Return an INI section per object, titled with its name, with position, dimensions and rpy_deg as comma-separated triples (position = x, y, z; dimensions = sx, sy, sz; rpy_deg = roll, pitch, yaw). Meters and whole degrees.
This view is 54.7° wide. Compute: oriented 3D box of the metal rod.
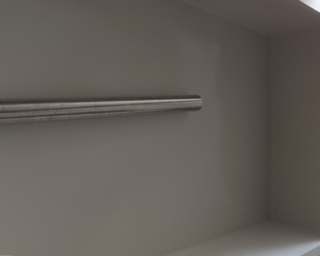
[metal rod]
position = -0.063, -0.024, 0.355
dimensions = 0.302, 0.025, 0.025
rpy_deg = -6, 94, -40
